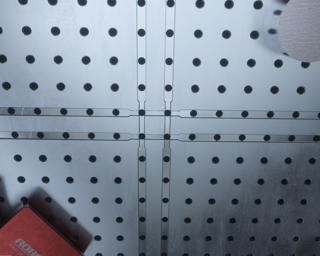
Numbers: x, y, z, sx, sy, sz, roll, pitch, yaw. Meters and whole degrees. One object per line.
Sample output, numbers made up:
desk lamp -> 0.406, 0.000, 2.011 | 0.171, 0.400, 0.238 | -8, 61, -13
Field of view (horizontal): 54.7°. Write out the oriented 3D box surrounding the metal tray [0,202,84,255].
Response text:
metal tray -> -0.185, 0.185, 0.454 | 0.090, 0.030, 0.130 | -45, 107, -18

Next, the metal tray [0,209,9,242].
metal tray -> -0.286, 0.149, 0.462 | 0.091, 0.030, 0.129 | -3, 110, 1

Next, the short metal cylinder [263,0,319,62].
short metal cylinder -> 0.168, -0.120, 0.358 | 0.081, 0.050, 0.079 | 0, 110, -1
